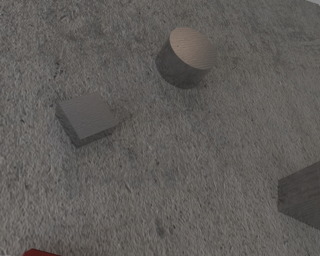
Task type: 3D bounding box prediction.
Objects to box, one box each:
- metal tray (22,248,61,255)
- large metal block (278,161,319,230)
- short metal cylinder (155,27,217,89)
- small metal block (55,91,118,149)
[{"bbox_3d":[-0.088,0.175,0.246,0.091,0.030,0.130,22,53,-15],"label":"metal tray"},{"bbox_3d":[0.224,0.097,0.430,0.080,0.080,0.050,26,53,-12],"label":"large metal block"},{"bbox_3d":[0.040,-0.106,0.474,0.081,0.050,0.080,14,56,-21],"label":"short metal cylinder"},{"bbox_3d":[-0.086,-0.010,0.364,0.050,0.025,0.050,-25,75,-37],"label":"small metal block"}]
